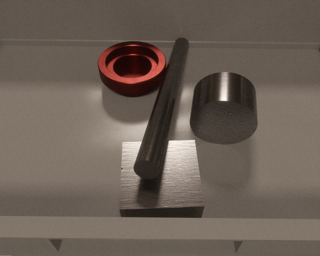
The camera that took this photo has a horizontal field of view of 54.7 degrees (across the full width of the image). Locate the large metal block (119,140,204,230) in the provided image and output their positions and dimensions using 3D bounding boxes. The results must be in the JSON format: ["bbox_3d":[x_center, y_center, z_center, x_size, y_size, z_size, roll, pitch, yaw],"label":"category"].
[{"bbox_3d":[0.000,0.061,0.338,0.081,0.050,0.080,-2,50,-2],"label":"large metal block"}]

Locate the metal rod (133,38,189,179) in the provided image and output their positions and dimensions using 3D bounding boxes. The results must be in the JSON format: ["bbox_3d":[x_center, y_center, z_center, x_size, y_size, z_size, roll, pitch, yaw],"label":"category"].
[{"bbox_3d":[0.012,-0.051,0.408,0.025,0.025,0.301,8,38,6],"label":"metal rod"}]

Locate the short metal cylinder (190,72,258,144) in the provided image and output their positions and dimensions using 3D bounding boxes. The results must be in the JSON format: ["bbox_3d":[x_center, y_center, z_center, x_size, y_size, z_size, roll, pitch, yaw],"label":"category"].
[{"bbox_3d":[0.080,-0.023,0.390,0.080,0.080,0.050,7,51,5],"label":"short metal cylinder"}]

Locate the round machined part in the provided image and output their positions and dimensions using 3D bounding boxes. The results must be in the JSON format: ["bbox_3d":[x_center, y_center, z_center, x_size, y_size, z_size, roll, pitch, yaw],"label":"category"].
[{"bbox_3d":[-0.040,-0.084,0.464,0.099,0.042,0.098,0,50,0],"label":"round machined part"}]
